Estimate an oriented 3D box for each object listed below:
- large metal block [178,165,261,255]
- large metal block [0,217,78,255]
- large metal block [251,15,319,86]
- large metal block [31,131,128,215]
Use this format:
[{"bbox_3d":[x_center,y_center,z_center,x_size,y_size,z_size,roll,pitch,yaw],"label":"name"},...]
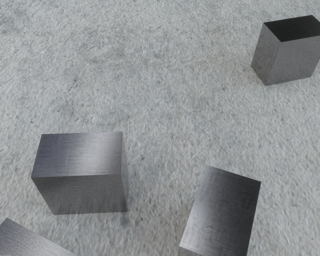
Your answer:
[{"bbox_3d":[0.052,0.095,0.288,0.050,0.080,0.080,17,52,13],"label":"large metal block"},{"bbox_3d":[-0.122,0.139,0.269,0.080,0.050,0.080,21,53,16],"label":"large metal block"},{"bbox_3d":[0.194,-0.116,0.468,0.081,0.080,0.050,-12,51,-11],"label":"large metal block"},{"bbox_3d":[-0.077,0.049,0.325,0.081,0.080,0.050,-2,50,-2],"label":"large metal block"}]
